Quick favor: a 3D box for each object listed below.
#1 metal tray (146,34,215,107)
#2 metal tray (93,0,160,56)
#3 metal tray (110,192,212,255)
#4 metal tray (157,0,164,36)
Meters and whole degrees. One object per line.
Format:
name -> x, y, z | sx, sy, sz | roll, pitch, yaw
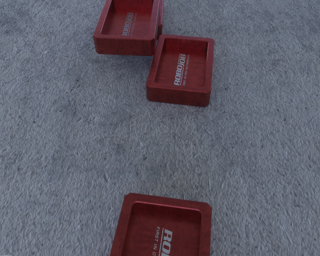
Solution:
metal tray -> 0.034, -0.092, 0.477 | 0.090, 0.030, 0.130 | 7, 50, 5
metal tray -> -0.049, -0.169, 0.501 | 0.091, 0.030, 0.130 | 3, 50, 2
metal tray -> -0.001, 0.130, 0.290 | 0.090, 0.030, 0.130 | 7, 50, 5
metal tray -> -0.040, -0.216, 0.580 | 0.091, 0.030, 0.130 | 2, 50, 1
